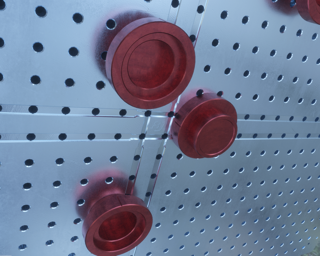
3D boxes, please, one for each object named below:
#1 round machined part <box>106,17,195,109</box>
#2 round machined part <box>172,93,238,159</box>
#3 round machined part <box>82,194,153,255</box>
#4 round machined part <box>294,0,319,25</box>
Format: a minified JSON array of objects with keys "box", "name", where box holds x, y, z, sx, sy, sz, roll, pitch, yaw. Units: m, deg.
[{"box":[-0.013,-0.074,0.347,0.099,0.042,0.097,-14,124,-21],"name":"round machined part"},{"box":[0.070,0.003,0.439,0.099,0.042,0.097,-14,124,-21],"name":"round machined part"},{"box":[-0.064,0.135,0.448,0.099,0.042,0.097,-14,124,-21],"name":"round machined part"},{"box":[0.213,-0.187,0.400,0.099,0.042,0.097,-14,124,-21],"name":"round machined part"}]
